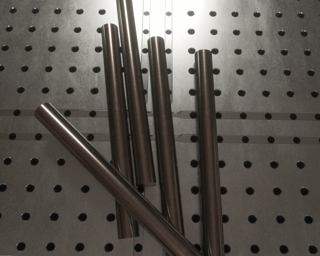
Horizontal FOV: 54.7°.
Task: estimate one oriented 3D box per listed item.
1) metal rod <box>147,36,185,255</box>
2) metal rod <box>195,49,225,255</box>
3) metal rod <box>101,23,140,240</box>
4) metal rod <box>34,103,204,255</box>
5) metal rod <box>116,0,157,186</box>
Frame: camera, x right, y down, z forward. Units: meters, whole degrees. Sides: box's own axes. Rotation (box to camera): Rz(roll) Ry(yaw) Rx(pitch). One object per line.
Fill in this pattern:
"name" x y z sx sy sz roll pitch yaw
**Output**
"metal rod" 0.006 0.011 0.407 0.025 0.025 0.299 -4 70 -2
"metal rod" 0.063 0.033 0.400 0.025 0.025 0.299 0 70 0
"metal rod" -0.056 -0.010 0.414 0.025 0.025 0.299 -7 70 -3
"metal rod" -0.039 0.075 0.355 0.300 0.025 0.025 42 75 13
"metal rod" -0.037 -0.069 0.436 0.025 0.025 0.299 -7 70 -3
